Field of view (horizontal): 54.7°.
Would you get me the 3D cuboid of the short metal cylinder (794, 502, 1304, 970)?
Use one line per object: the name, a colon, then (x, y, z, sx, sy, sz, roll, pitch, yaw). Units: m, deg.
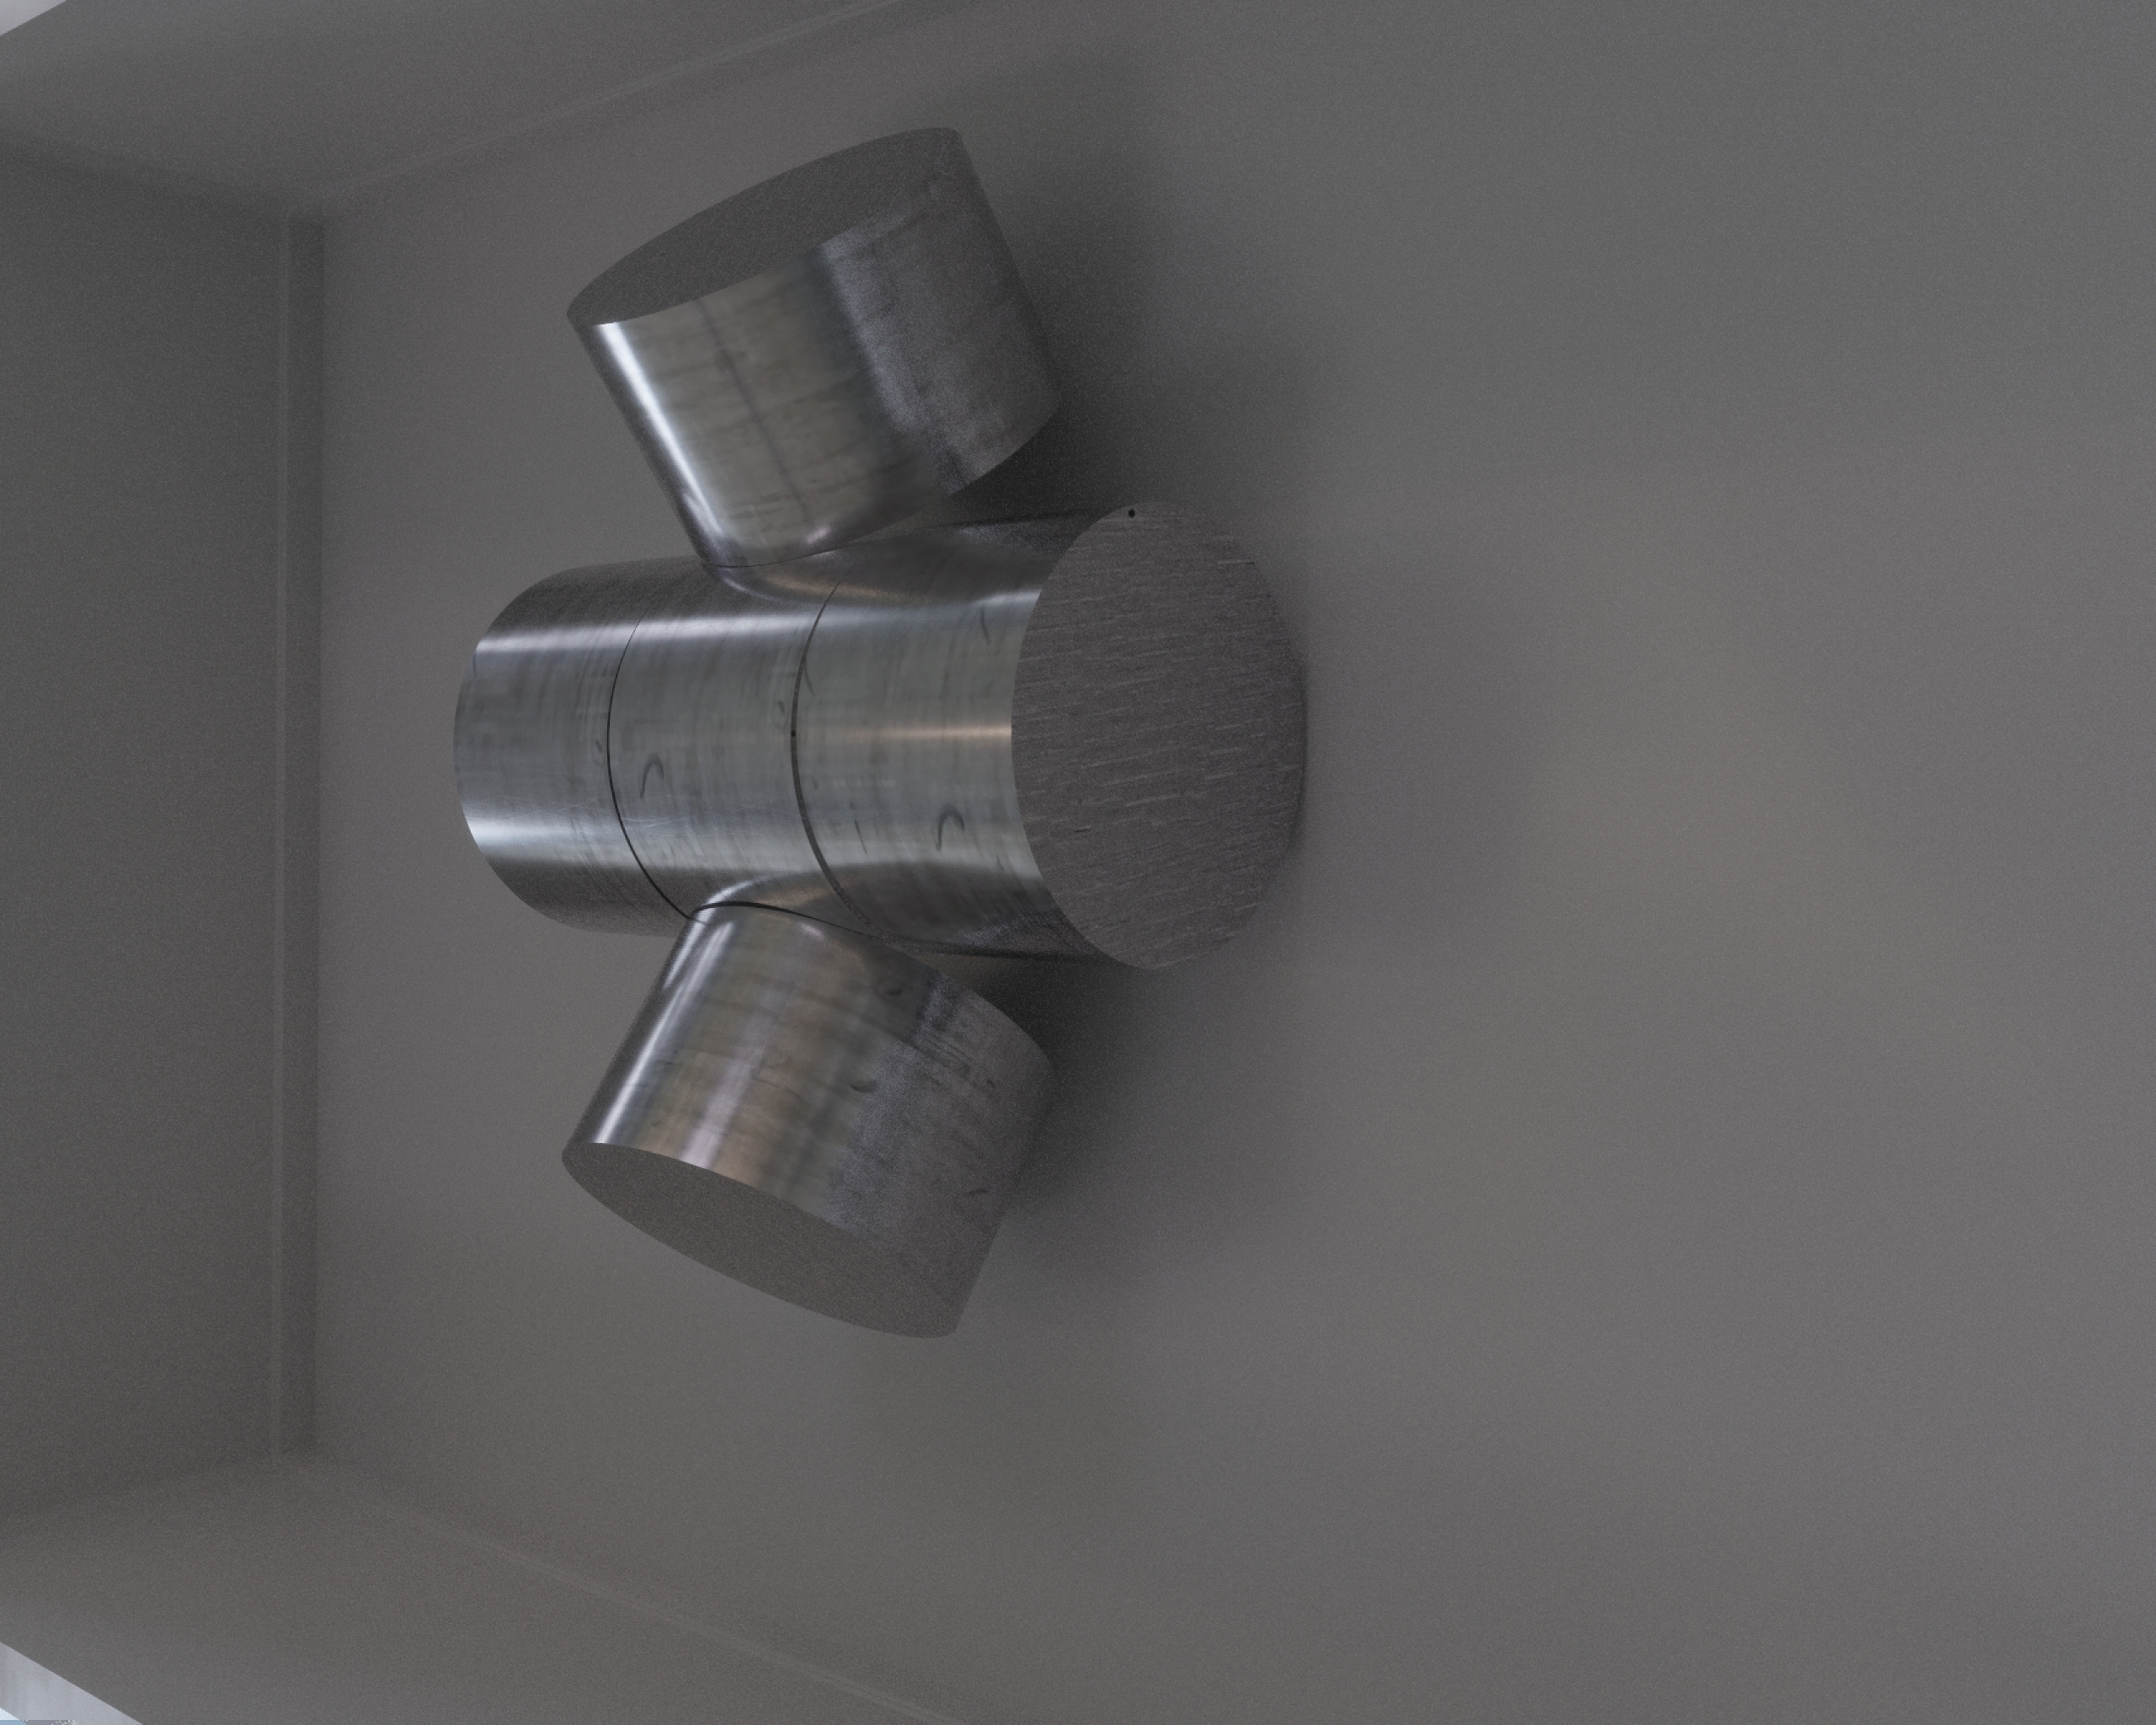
short metal cylinder: (-0.003, -0.022, 0.372, 0.050, 0.081, 0.079, 2, 91, 40)

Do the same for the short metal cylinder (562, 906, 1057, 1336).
short metal cylinder: (-0.051, 0.051, 0.401, 0.080, 0.080, 0.050, 0, 56, 40)

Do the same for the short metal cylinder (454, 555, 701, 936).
short metal cylinder: (-0.081, -0.024, 0.436, 0.050, 0.081, 0.079, 2, 91, 40)

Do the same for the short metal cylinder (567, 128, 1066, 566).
short metal cylinder: (-0.049, -0.099, 0.400, 0.080, 0.080, 0.050, 3, 129, 40)

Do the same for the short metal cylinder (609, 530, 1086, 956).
short metal cylinder: (-0.042, -0.023, 0.404, 0.050, 0.081, 0.079, 2, 91, 40)
